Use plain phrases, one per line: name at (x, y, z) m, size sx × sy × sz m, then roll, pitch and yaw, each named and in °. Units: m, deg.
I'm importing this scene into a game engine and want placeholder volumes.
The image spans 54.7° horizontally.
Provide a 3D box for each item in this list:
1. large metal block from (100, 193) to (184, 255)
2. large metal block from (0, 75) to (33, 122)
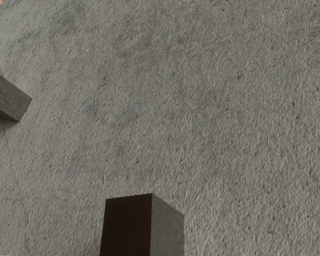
large metal block at (-0.014, 0.117, 0.304) m, size 0.050 × 0.080 × 0.080 m, roll -12°, pitch 57°, yaw 22°
large metal block at (-0.296, -0.055, 0.559) m, size 0.080 × 0.080 × 0.050 m, roll 7°, pitch 65°, yaw 31°
